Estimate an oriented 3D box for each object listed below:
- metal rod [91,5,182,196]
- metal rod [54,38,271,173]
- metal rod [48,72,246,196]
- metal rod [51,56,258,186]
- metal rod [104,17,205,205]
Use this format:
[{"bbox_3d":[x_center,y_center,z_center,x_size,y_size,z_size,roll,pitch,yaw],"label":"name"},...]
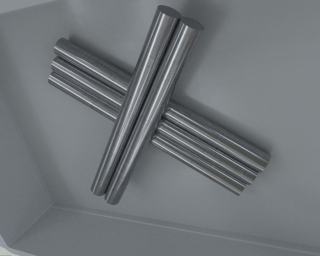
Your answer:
[{"bbox_3d":[-0.043,-0.008,0.392,0.025,0.025,0.298,32,129,7],"label":"metal rod"},{"bbox_3d":[-0.003,-0.033,0.388,0.301,0.025,0.025,30,128,8],"label":"metal rod"},{"bbox_3d":[-0.022,0.002,0.419,0.301,0.025,0.025,30,128,8],"label":"metal rod"},{"bbox_3d":[-0.012,-0.015,0.404,0.301,0.025,0.025,30,128,8],"label":"metal rod"},{"bbox_3d":[-0.021,0.004,0.389,0.025,0.025,0.298,32,129,7],"label":"metal rod"}]
